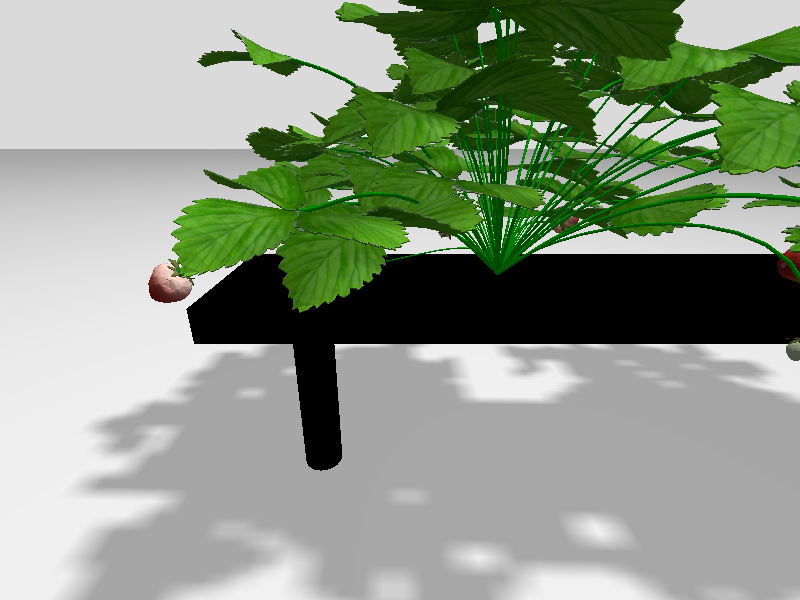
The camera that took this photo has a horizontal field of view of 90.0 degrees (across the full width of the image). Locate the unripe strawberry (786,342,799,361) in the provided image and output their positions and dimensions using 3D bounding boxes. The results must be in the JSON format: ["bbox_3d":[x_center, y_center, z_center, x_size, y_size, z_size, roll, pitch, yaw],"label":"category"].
[{"bbox_3d":[0.210,0.027,0.211,0.011,0.011,0.010,-15,27,-33],"label":"unripe strawberry"}]

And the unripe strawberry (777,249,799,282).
[{"bbox_3d":[0.342,-0.031,0.338,0.040,0.034,0.039,-3,23,-7],"label":"unripe strawberry"}]

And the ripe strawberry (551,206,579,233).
[{"bbox_3d":[0.214,-0.104,0.520,0.034,0.036,0.037,16,27,33],"label":"ripe strawberry"}]

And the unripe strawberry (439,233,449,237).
[{"bbox_3d":[0.057,-0.086,0.496,0.019,0.016,0.019,-5,15,-12],"label":"unripe strawberry"}]

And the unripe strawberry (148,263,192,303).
[{"bbox_3d":[-0.174,-0.011,0.301,0.029,0.028,0.026,46,5,-26],"label":"unripe strawberry"}]
